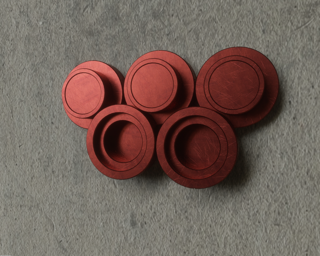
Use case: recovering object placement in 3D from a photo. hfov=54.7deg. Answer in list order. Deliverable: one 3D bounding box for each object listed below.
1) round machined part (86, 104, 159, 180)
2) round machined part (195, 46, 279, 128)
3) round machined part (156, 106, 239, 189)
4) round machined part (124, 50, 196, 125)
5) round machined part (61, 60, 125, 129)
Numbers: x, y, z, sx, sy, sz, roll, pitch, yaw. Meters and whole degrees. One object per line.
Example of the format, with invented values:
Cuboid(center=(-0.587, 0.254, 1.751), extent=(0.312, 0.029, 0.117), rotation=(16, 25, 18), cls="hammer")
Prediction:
Cuboid(center=(-0.045, 0.018, 0.416), extent=(0.098, 0.042, 0.097), rotation=(0, 90, 19), cls="round machined part")
Cuboid(center=(0.090, -0.049, 0.369), extent=(0.098, 0.042, 0.097), rotation=(0, 90, 19), cls="round machined part")
Cuboid(center=(0.048, 0.023, 0.384), extent=(0.098, 0.042, 0.097), rotation=(0, 90, 19), cls="round machined part")
Cuboid(center=(-0.003, -0.053, 0.402), extent=(0.098, 0.042, 0.097), rotation=(0, 90, 19), cls="round machined part")
Cuboid(center=(-0.097, -0.047, 0.434), extent=(0.098, 0.042, 0.097), rotation=(0, 90, 19), cls="round machined part")
